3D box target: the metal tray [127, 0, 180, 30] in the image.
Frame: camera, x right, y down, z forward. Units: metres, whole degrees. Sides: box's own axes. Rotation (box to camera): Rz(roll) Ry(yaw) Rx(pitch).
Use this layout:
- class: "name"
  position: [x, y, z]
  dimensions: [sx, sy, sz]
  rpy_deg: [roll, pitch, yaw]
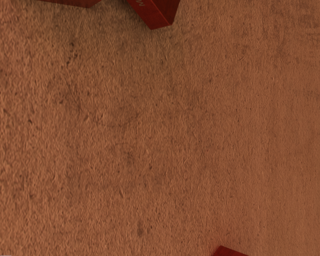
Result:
- class: "metal tray"
  position: [-0.021, -0.192, 0.359]
  dimensions: [0.130, 0.030, 0.090]
  rpy_deg: [41, 57, -45]

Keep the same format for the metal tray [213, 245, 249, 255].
- class: "metal tray"
  position: [0.141, 0.249, 0.480]
  dimensions: [0.030, 0.090, 0.130]
  rpy_deg: [-41, 115, -32]

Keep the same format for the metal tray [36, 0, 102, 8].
- class: "metal tray"
  position: [-0.108, -0.196, 0.310]
  dimensions: [0.091, 0.030, 0.129]
  rpy_deg: [-8, 95, -40]
